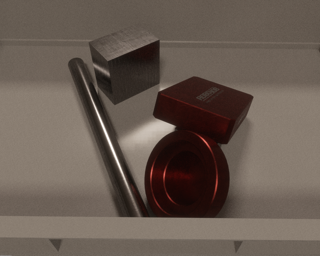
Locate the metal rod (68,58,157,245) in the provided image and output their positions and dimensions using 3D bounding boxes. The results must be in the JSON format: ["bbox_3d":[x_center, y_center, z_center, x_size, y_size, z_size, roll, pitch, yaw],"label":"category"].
[{"bbox_3d":[-0.073,0.006,0.399,0.025,0.025,0.300,-18,52,-15],"label":"metal rod"}]

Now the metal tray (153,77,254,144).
[{"bbox_3d":[0.060,-0.029,0.388,0.090,0.030,0.131,22,25,17],"label":"metal tray"}]

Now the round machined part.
[{"bbox_3d":[0.032,0.054,0.326,0.042,0.098,0.098,14,36,-43],"label":"round machined part"}]

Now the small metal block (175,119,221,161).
[{"bbox_3d":[0.044,0.021,0.372,0.050,0.050,0.025,30,56,22],"label":"small metal block"}]

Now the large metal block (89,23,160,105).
[{"bbox_3d":[-0.048,-0.092,0.446,0.081,0.080,0.050,-29,56,-23],"label":"large metal block"}]
